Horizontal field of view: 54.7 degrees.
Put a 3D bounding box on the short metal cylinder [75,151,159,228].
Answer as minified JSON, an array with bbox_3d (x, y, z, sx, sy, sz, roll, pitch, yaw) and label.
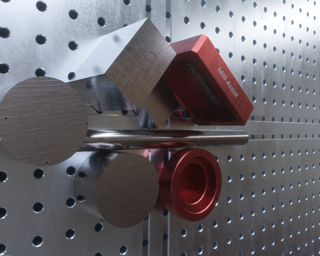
[{"bbox_3d":[-0.048,0.067,0.352,0.081,0.050,0.080,0,90,-40],"label":"short metal cylinder"}]

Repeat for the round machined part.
[{"bbox_3d":[0.038,0.076,0.430,0.099,0.042,0.097,0,90,-40],"label":"round machined part"}]

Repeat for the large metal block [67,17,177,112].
[{"bbox_3d":[-0.042,-0.065,0.338,0.050,0.080,0.080,47,62,-31],"label":"large metal block"}]

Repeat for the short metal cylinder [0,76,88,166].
[{"bbox_3d":[-0.117,-0.006,0.294,0.081,0.050,0.080,0,90,-40],"label":"short metal cylinder"}]

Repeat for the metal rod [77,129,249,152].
[{"bbox_3d":[0.025,0.015,0.429,0.302,0.025,0.025,1,90,-40],"label":"metal rod"}]

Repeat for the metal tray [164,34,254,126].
[{"bbox_3d":[0.054,-0.056,0.411,0.130,0.090,0.030,47,62,-30],"label":"metal tray"}]

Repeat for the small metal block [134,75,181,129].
[{"bbox_3d":[-0.008,-0.034,0.403,0.050,0.025,0.050,-47,118,-30],"label":"small metal block"}]
